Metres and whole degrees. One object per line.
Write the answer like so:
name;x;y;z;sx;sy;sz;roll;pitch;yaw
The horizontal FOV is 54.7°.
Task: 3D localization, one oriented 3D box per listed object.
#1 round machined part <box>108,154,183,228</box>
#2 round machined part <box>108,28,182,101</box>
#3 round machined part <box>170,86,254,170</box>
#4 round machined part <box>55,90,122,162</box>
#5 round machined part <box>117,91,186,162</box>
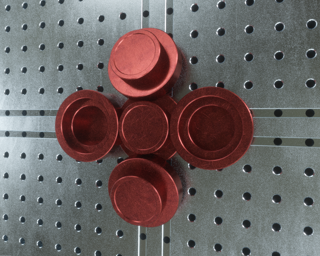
round machined part;-0.024;0.085;0.399;0.098;0.042;0.097;5;106;18
round machined part;-0.025;-0.086;0.399;0.098;0.042;0.098;-5;74;20
round machined part;0.065;0.000;0.380;0.098;0.042;0.097;0;90;19
round machined part;-0.093;-0.003;0.435;0.098;0.042;0.097;0;90;19
round machined part;-0.015;-0.001;0.407;0.098;0.042;0.097;0;90;19
